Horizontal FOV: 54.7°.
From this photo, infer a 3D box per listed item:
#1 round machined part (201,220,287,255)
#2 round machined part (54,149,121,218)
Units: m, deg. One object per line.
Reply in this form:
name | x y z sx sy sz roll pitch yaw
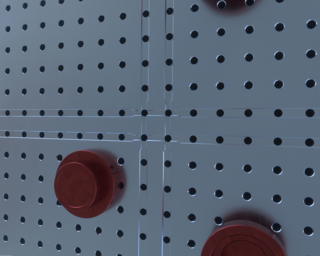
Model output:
round machined part | 0.101 0.158 0.368 0.098 0.042 0.097 0 90 19
round machined part | -0.109 0.080 0.441 0.098 0.042 0.097 0 90 19
